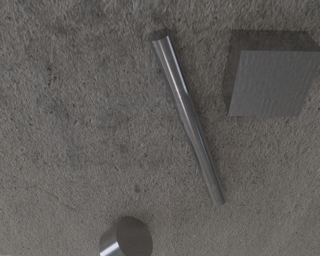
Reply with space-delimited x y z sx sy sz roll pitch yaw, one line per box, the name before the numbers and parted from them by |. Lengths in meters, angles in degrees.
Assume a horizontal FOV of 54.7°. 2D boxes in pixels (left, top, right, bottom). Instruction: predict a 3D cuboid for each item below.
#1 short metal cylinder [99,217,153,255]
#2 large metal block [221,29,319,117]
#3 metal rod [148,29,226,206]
short metal cylinder | -0.059 0.205 0.545 0.080 0.080 0.050 34 122 -25
large metal block | 0.117 -0.059 0.341 0.081 0.050 0.079 1 130 -1
metal rod | 0.048 0.010 0.416 0.025 0.025 0.299 -15 129 12
